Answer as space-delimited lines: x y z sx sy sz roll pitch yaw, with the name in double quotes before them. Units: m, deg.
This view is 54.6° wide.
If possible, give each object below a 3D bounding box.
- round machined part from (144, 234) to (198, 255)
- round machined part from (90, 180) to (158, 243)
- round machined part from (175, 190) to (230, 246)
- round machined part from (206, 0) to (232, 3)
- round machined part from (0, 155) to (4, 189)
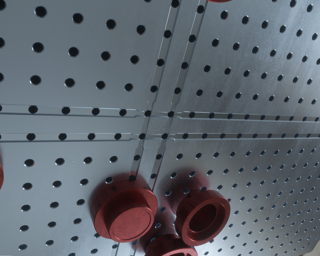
"round machined part" 0.013 0.223 0.539 0.099 0.042 0.097 -13 129 -16
"round machined part" -0.048 0.127 0.452 0.099 0.042 0.097 -14 124 -21
"round machined part" 0.066 0.145 0.521 0.099 0.042 0.097 -14 119 -25
"round machined part" 0.058 -0.183 0.315 0.099 0.042 0.097 -13 127 -18
"round machined part" -0.215 0.055 0.317 0.099 0.042 0.097 -14 124 -21
